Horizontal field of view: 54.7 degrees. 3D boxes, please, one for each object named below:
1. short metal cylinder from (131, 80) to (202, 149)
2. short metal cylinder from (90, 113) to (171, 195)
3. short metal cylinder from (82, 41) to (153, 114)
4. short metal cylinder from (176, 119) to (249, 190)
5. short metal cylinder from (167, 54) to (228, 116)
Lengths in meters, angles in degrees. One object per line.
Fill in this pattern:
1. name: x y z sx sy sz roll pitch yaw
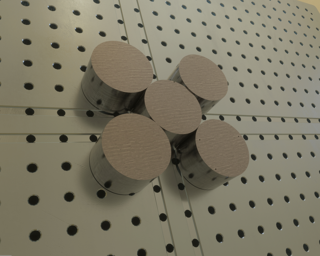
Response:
1. short metal cylinder: 0.007 -0.016 0.407 0.081 0.050 0.080 14 56 -21
2. short metal cylinder: -0.034 0.030 0.355 0.081 0.050 0.080 14 56 -21
3. short metal cylinder: -0.056 -0.065 0.402 0.081 0.050 0.080 14 56 -21
4. short metal cylinder: 0.069 0.035 0.409 0.081 0.050 0.080 14 56 -21
5. short metal cylinder: 0.052 -0.061 0.456 0.081 0.050 0.080 14 56 -21
